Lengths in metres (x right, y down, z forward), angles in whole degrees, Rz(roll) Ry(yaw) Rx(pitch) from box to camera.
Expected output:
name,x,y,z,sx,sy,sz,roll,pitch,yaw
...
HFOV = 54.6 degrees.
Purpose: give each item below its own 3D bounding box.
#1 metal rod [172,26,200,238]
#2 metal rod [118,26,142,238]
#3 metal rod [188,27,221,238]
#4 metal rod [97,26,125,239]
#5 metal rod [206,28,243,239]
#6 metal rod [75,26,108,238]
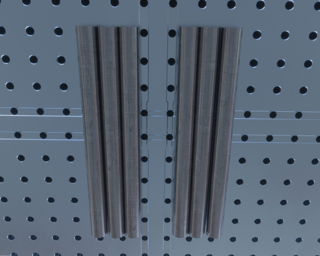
name,x,y,z,sx,sy,sz,roll,pitch,yaw
metal rod,0.033,0.019,0.420,0.025,0.025,0.298,1,110,0
metal rod,-0.039,0.020,0.420,0.025,0.025,0.298,1,110,0
metal rod,0.058,0.020,0.420,0.025,0.025,0.298,1,110,0
metal rod,-0.064,0.020,0.419,0.025,0.025,0.298,1,110,0
metal rod,0.084,0.020,0.421,0.025,0.025,0.298,1,110,0
metal rod,-0.089,0.019,0.419,0.025,0.025,0.298,1,110,0
